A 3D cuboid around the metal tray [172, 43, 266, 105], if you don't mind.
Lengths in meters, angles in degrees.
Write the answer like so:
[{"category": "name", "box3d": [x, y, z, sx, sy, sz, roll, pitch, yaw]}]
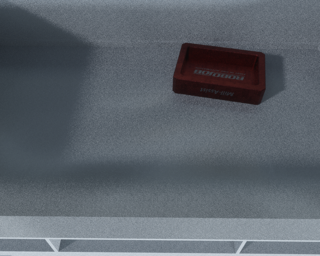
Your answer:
[{"category": "metal tray", "box3d": [0.091, -0.085, 0.474, 0.131, 0.030, 0.090, 9, 51, 7]}]
